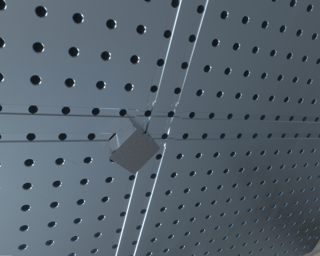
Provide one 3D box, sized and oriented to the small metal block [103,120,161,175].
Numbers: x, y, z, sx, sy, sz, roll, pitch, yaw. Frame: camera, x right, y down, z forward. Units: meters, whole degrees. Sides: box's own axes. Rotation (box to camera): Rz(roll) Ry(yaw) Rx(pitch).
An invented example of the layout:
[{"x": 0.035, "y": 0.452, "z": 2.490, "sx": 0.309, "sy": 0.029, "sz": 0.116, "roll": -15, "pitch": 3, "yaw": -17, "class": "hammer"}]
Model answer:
[{"x": -0.037, "y": 0.026, "z": 0.407, "sx": 0.050, "sy": 0.025, "sz": 0.050, "roll": -46, "pitch": 129, "yaw": 4, "class": "small metal block"}]
